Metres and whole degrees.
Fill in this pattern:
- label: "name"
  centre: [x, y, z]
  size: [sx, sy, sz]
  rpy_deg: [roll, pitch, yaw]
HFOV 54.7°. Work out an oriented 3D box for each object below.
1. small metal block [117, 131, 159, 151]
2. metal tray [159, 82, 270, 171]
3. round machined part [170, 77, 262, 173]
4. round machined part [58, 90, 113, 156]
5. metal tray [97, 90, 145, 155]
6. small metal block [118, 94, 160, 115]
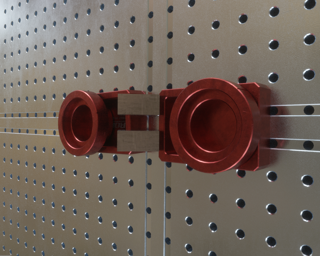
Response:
- label: "small metal block"
  centre: [-0.028, 0.015, 0.397]
  size: [0.050, 0.050, 0.025]
  rpy_deg: [-172, 82, -84]
- label: "metal tray"
  centre: [0.058, -0.002, 0.359]
  size: [0.130, 0.030, 0.089]
  rpy_deg: [1, 91, 40]
- label: "round machined part"
  centre: [0.061, -0.003, 0.331]
  size: [0.098, 0.042, 0.097]
  rpy_deg: [0, 90, 40]
- label: "round machined part"
  centre: [-0.110, -0.007, 0.473]
  size: [0.098, 0.042, 0.097]
  rpy_deg: [0, 90, 40]
- label: "metal tray"
  centre: [-0.081, -0.008, 0.474]
  size: [0.130, 0.030, 0.089]
  rpy_deg: [-1, 92, 40]
- label: "small metal block"
  centre: [-0.028, -0.029, 0.398]
  size: [0.050, 0.050, 0.025]
  rpy_deg: [-172, 82, -84]
